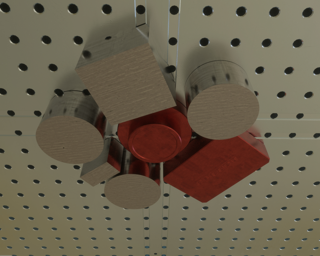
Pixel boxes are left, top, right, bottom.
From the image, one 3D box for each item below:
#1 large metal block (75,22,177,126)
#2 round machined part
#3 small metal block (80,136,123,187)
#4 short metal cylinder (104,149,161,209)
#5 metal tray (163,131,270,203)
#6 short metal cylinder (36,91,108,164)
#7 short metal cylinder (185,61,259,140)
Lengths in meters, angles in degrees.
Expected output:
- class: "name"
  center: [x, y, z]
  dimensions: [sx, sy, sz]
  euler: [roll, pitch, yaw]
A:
- class: "large metal block"
  center: [-0.034, -0.058, 0.346]
  dimensions: [0.080, 0.050, 0.080]
  euler: [-17, 128, 13]
- class: "round machined part"
  center: [-0.007, 0.008, 0.406]
  dimensions: [0.099, 0.042, 0.097]
  euler: [0, 130, 0]
- class: "small metal block"
  center: [-0.080, 0.046, 0.433]
  dimensions: [0.050, 0.050, 0.025]
  euler: [-30, 124, 23]
- class: "short metal cylinder"
  center: [-0.039, 0.076, 0.458]
  dimensions: [0.081, 0.050, 0.079]
  euler: [0, 130, 0]
- class: "metal tray"
  center: [0.078, 0.051, 0.451]
  dimensions: [0.090, 0.030, 0.129]
  euler: [33, 122, -25]
- class: "short metal cylinder"
  center: [-0.108, 0.000, 0.393]
  dimensions: [0.081, 0.050, 0.079]
  euler: [0, 130, 0]
- class: "short metal cylinder"
  center: [0.071, -0.032, 0.368]
  dimensions: [0.081, 0.050, 0.079]
  euler: [0, 130, 0]
